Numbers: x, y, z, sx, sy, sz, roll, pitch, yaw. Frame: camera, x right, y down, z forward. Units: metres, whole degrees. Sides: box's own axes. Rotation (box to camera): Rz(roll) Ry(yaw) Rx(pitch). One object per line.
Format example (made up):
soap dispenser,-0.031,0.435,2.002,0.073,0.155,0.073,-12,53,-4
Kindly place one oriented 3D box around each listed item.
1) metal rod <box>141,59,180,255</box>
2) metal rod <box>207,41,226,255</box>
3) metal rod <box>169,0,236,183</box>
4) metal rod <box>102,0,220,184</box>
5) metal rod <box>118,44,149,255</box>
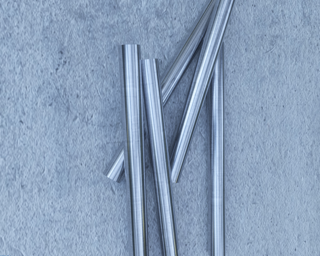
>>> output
metal rod,0.002,0.065,0.391,0.025,0.025,0.298,-10,100,-20
metal rod,0.080,0.030,0.438,0.025,0.025,0.298,-1,90,-20
metal rod,0.058,-0.073,0.413,0.025,0.025,0.298,17,91,-19
metal rod,0.014,-0.064,0.413,0.025,0.025,0.300,34,79,-17
metal rod,-0.030,0.054,0.373,0.025,0.025,0.298,-6,101,-20
